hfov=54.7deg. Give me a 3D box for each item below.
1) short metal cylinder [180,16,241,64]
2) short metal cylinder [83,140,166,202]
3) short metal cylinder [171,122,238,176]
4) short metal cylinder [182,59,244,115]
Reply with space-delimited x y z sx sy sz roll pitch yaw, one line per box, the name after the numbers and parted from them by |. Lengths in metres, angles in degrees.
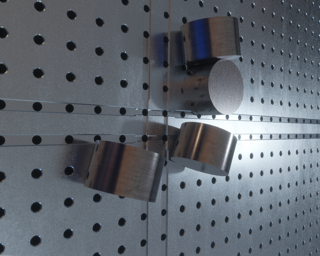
0.070 -0.120 0.435 0.081 0.080 0.050 -11 98 -40 | short metal cylinder
-0.038 0.048 0.343 0.080 0.080 0.050 22 76 -38 | short metal cylinder
0.061 0.030 0.427 0.080 0.080 0.050 29 72 -37 | short metal cylinder
0.080 -0.059 0.462 0.081 0.050 0.079 0 90 -40 | short metal cylinder
